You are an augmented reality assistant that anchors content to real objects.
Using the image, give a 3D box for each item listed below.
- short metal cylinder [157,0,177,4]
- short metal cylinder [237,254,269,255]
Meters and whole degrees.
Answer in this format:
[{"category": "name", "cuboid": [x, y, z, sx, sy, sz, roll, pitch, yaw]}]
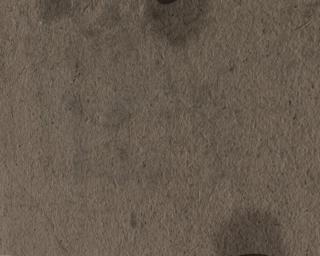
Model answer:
[{"category": "short metal cylinder", "cuboid": [0.010, -0.200, 0.376, 0.080, 0.080, 0.050, -44, 77, 14]}, {"category": "short metal cylinder", "cuboid": [0.096, 0.182, 0.346, 0.080, 0.080, 0.050, -19, 84, 19]}]
